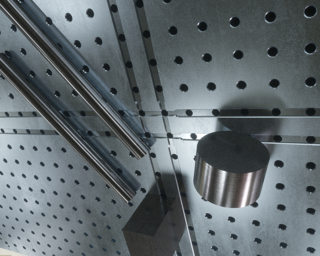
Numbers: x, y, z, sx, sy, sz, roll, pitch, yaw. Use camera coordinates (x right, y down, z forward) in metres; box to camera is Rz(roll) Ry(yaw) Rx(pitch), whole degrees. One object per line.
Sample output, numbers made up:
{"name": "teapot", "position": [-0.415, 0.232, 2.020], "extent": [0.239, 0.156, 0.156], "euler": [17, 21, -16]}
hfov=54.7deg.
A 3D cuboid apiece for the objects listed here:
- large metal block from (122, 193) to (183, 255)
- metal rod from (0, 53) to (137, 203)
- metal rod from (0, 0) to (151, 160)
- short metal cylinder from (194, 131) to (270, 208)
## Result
{"name": "large metal block", "position": [-0.008, 0.161, 0.478], "extent": [0.050, 0.080, 0.079], "euler": [3, 120, 26]}
{"name": "metal rod", "position": [-0.148, 0.003, 0.488], "extent": [0.300, 0.025, 0.025], "euler": [47, 129, -6]}
{"name": "metal rod", "position": [-0.121, -0.074, 0.427], "extent": [0.300, 0.025, 0.025], "euler": [48, 129, -7]}
{"name": "short metal cylinder", "position": [0.081, 0.046, 0.361], "extent": [0.080, 0.080, 0.050], "euler": [14, 124, 20]}
